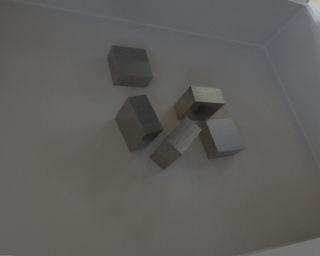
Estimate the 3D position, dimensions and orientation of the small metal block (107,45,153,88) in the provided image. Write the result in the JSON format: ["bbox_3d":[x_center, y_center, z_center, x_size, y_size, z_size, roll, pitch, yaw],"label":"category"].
[{"bbox_3d":[-0.043,-0.086,0.437,0.050,0.025,0.050,-1,62,-29],"label":"small metal block"}]

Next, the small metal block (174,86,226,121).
[{"bbox_3d":[0.056,-0.034,0.442,0.050,0.050,0.025,1,61,-28],"label":"small metal block"}]

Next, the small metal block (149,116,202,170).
[{"bbox_3d":[0.019,0.020,0.390,0.025,0.050,0.050,42,51,0],"label":"small metal block"}]

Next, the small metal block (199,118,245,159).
[{"bbox_3d":[0.087,0.015,0.446,0.050,0.025,0.050,-5,64,-31],"label":"small metal block"}]

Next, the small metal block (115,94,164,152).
[{"bbox_3d":[-0.027,-0.005,0.380,0.025,0.050,0.050,-15,70,-34],"label":"small metal block"}]
